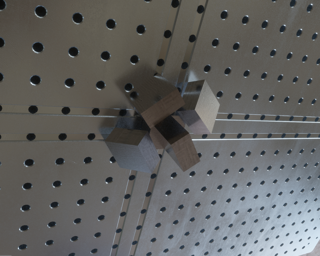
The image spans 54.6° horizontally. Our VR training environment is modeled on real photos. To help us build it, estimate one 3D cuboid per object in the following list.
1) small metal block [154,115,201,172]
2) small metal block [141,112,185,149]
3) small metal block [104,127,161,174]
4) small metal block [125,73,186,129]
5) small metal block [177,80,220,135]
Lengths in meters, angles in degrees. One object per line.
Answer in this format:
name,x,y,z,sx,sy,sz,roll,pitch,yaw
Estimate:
small metal block,0.020,0.018,0.384,0.025,0.050,0.050,-32,129,-8
small metal block,0.004,0.000,0.412,0.050,0.025,0.050,0,118,-30
small metal block,-0.034,0.028,0.389,0.025,0.050,0.050,-58,140,-37
small metal block,-0.006,-0.034,0.370,0.050,0.050,0.025,-35,129,-5
small metal block,0.052,-0.026,0.405,0.050,0.025,0.050,50,49,-39
